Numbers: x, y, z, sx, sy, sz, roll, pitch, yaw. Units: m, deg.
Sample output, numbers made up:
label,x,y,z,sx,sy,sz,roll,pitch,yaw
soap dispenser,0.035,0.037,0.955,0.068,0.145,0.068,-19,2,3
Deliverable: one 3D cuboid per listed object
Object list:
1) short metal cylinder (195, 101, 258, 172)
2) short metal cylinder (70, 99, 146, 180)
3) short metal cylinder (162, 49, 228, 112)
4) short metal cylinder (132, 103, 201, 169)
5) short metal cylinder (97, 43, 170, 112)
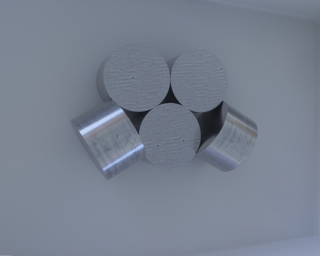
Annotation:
label,x,y,z,sx,sy,sz,roll,pitch,yaw
short metal cylinder,0.081,0.011,0.409,0.050,0.080,0.080,31,80,-17
short metal cylinder,-0.060,0.013,0.358,0.050,0.080,0.080,-32,101,-17
short metal cylinder,0.042,-0.060,0.411,0.081,0.050,0.080,0,90,-20
short metal cylinder,0.005,0.009,0.397,0.081,0.050,0.080,0,90,-20
short metal cylinder,-0.034,-0.059,0.383,0.081,0.050,0.080,0,90,-20
